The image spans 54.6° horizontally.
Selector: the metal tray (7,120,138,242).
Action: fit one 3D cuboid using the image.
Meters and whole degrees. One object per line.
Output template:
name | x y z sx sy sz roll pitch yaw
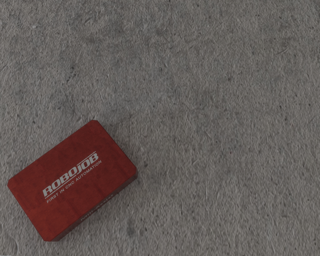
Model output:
metal tray | -0.104 0.063 0.382 0.130 0.030 0.090 -38 74 -13
